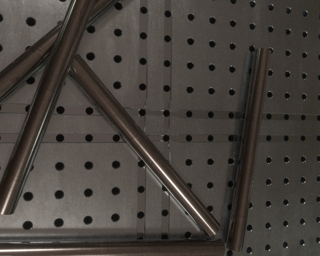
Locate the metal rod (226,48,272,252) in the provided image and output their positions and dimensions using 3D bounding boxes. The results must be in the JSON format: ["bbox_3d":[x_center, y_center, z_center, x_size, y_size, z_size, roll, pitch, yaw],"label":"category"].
[{"bbox_3d":[0.133,0.030,0.463,0.025,0.025,0.298,10,86,-20],"label":"metal rod"}]

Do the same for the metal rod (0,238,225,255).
[{"bbox_3d":[-0.054,0.155,0.393,0.302,0.025,0.025,7,88,-20],"label":"metal rod"}]

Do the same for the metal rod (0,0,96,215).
[{"bbox_3d":[-0.123,-0.047,0.349,0.025,0.025,0.299,21,90,-19],"label":"metal rod"}]

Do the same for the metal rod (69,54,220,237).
[{"bbox_3d":[-0.016,0.032,0.407,0.025,0.025,0.300,-43,104,-15],"label":"metal rod"}]

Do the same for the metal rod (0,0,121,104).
[{"bbox_3d":[-0.137,-0.089,0.362,0.301,0.025,0.025,-47,105,-14],"label":"metal rod"}]
